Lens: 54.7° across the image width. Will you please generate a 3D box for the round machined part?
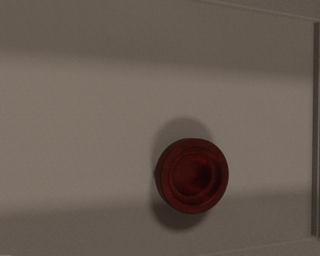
[{"bbox_3d":[0.039,0.062,0.417,0.099,0.042,0.097,0,90,-21],"label":"round machined part"}]
